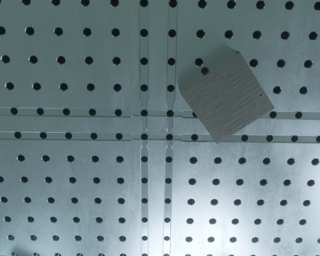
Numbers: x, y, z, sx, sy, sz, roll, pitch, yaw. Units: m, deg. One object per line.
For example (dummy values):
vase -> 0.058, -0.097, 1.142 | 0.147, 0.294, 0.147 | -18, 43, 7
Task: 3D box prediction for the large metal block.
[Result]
large metal block -> 0.079, -0.041, 0.386 | 0.080, 0.050, 0.080 | -34, 107, 11
